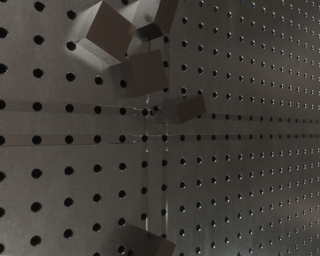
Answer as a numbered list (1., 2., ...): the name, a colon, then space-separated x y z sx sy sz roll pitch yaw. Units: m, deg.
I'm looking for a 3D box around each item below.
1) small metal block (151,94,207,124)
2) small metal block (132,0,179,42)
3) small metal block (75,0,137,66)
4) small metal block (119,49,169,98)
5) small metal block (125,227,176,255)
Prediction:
1. small metal block: 0.025 -0.025 0.416 0.050 0.050 0.025 -24 106 -38
2. small metal block: -0.008 -0.140 0.388 0.025 0.050 0.050 27 73 -37
3. small metal block: -0.062 -0.108 0.359 0.050 0.025 0.050 31 71 -36
4. small metal block: -0.021 -0.069 0.394 0.050 0.025 0.050 -23 105 -38
5. small metal block: -0.015 0.157 0.383 0.025 0.050 0.050 40 66 -33
